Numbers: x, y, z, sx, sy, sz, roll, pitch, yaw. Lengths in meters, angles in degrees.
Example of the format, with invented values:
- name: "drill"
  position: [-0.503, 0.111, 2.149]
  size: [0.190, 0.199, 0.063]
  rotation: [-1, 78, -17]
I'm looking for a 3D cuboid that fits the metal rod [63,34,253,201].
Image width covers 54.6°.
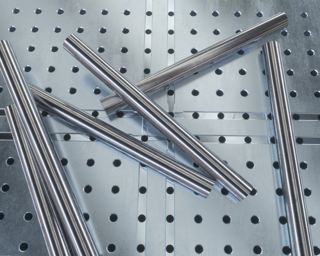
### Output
- name: "metal rod"
  position: [-0.006, -0.017, 0.397]
  size: [0.300, 0.025, 0.025]
  rotation: [41, 75, 5]

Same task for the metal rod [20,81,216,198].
- name: "metal rod"
  position: [-0.069, 0.008, 0.408]
  size: [0.301, 0.025, 0.025]
  rotation: [27, 72, 9]

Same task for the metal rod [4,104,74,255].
- name: "metal rod"
  position: [-0.135, 0.102, 0.373]
  size: [0.025, 0.025, 0.299]
  rotation: [-23, 72, -8]

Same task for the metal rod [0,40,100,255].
- name: "metal rod"
  position: [-0.147, 0.021, 0.386]
  size: [0.025, 0.025, 0.299]
  rotation: [-25, 78, -9]

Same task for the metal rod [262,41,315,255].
- name: "metal rod"
  position: [0.164, 0.020, 0.405]
  size: [0.025, 0.025, 0.299]
  rotation: [0, 70, 0]

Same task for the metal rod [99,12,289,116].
- name: "metal rod"
  position: [0.055, -0.096, 0.447]
  size: [0.301, 0.025, 0.025]
  rotation: [-27, 72, -10]
